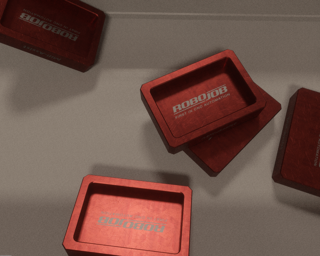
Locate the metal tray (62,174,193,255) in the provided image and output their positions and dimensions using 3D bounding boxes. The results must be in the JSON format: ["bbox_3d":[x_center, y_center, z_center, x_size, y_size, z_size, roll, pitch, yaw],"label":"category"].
[{"bbox_3d":[-0.032,0.106,0.352,0.131,0.030,0.090,7,50,2],"label":"metal tray"}]

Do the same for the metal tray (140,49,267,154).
[{"bbox_3d":[0.052,-0.035,0.387,0.131,0.030,0.090,-24,72,-9],"label":"metal tray"}]

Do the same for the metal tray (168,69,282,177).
[{"bbox_3d":[0.084,-0.011,0.412,0.130,0.030,0.090,-43,76,-14],"label":"metal tray"}]

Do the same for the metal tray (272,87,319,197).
[{"bbox_3d":[0.207,0.020,0.402,0.090,0.030,0.130,18,71,6],"label":"metal tray"}]

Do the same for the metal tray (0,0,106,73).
[{"bbox_3d":[-0.148,-0.141,0.421,0.131,0.030,0.090,18,71,-26],"label":"metal tray"}]
